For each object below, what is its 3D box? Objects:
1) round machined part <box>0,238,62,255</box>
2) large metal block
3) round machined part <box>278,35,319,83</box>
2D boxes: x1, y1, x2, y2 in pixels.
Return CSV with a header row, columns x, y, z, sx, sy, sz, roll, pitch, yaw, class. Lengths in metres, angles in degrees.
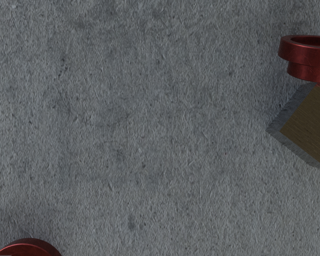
x,y,z,sx,sy,sz,roll,pitch,yaw,class
-0.169,0.190,0.399,0.099,0.042,0.097,0,90,-1,round machined part
0.201,-0.003,0.400,0.080,0.050,0.080,38,90,-1,large metal block
0.197,-0.085,0.382,0.099,0.098,0.042,2,116,-1,round machined part
